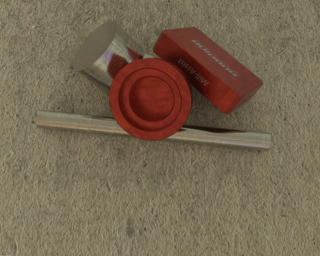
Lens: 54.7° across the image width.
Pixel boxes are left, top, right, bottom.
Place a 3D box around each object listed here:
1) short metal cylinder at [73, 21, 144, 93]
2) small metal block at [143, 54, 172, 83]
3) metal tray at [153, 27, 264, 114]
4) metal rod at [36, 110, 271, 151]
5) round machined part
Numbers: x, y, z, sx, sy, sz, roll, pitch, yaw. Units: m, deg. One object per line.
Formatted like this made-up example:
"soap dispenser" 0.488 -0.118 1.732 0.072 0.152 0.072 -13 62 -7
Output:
"short metal cylinder" -0.068 -0.093 0.409 0.080 0.050 0.080 -25 45 29
"small metal block" -0.001 -0.068 0.419 0.050 0.050 0.025 22 72 8
"metal tray" 0.065 -0.081 0.410 0.130 0.030 0.091 44 37 14
"metal rod" -0.009 0.003 0.408 0.302 0.025 0.025 6 70 2
"round machined part" -0.009 -0.037 0.381 0.098 0.042 0.097 3 105 11
